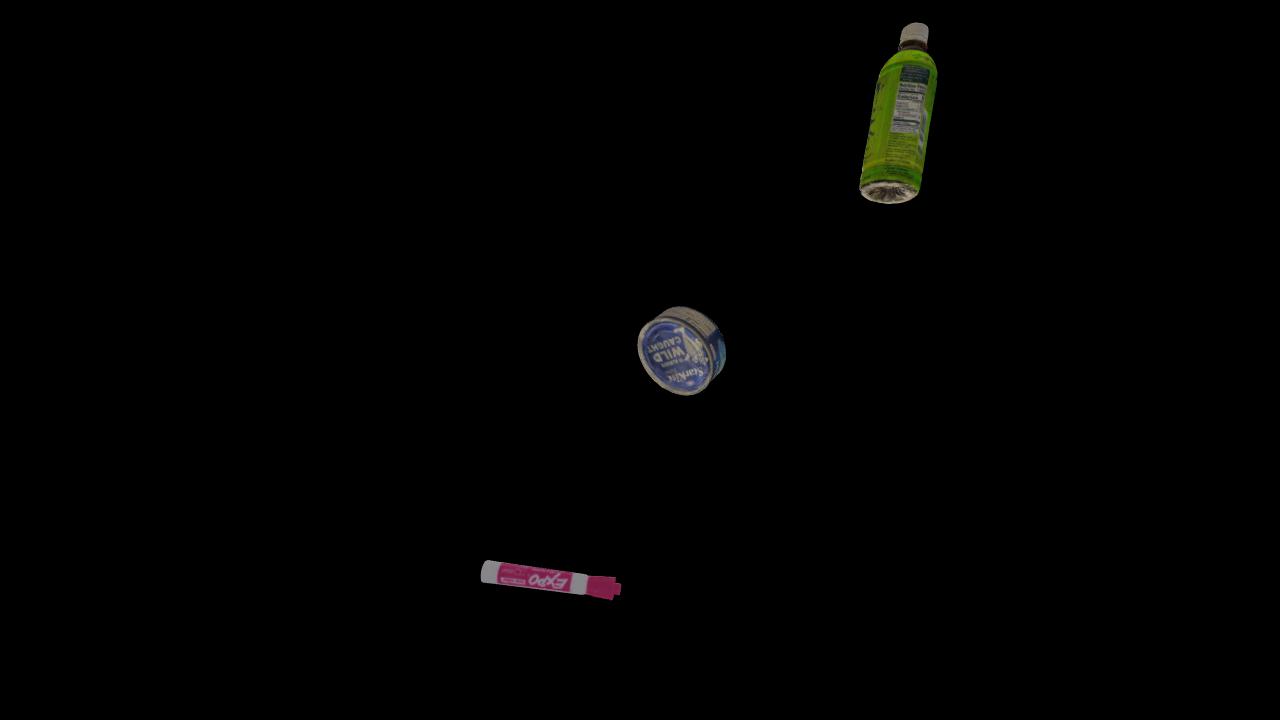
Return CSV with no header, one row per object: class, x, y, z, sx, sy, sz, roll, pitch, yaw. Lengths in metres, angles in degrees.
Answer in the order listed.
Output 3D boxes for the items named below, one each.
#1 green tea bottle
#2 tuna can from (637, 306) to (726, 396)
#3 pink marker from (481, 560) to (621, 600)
green tea bottle,0.317,-0.300,0.742,0.073,0.212,0.073,13,-4,1
tuna can,0.041,-0.009,0.600,0.084,0.084,0.034,0,27,39
pink marker,-0.076,0.190,0.529,0.121,0.020,0.020,5,1,6
